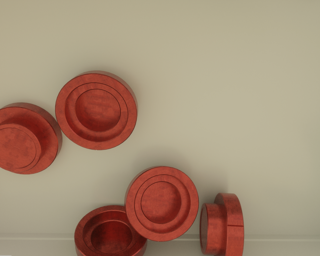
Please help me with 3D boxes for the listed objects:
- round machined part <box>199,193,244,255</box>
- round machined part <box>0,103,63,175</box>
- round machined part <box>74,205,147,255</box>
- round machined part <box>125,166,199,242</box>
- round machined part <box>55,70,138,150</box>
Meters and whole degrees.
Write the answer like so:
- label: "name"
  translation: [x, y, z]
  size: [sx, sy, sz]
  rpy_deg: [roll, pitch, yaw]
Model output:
- label: "round machined part"
  translation: [0.080, 0.138, 0.425]
  size: [0.042, 0.098, 0.097]
  rpy_deg: [4, 110, -1]
- label: "round machined part"
  translation: [-0.184, 0.019, 0.407]
  size: [0.099, 0.042, 0.097]
  rpy_deg: [0, 110, -1]
- label: "round machined part"
  translation: [-0.067, 0.158, 0.431]
  size: [0.099, 0.098, 0.042]
  rpy_deg: [3, 121, -2]
- label: "round machined part"
  translation: [0.000, 0.101, 0.426]
  size: [0.099, 0.042, 0.097]
  rpy_deg: [1, 85, -13]
- label: "round machined part"
  translation: [-0.077, -0.024, 0.392]
  size: [0.099, 0.042, 0.097]
  rpy_deg: [0, 110, -1]
